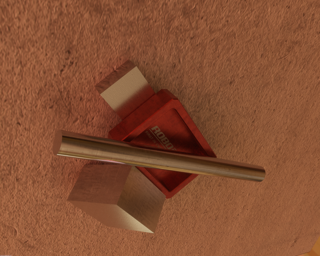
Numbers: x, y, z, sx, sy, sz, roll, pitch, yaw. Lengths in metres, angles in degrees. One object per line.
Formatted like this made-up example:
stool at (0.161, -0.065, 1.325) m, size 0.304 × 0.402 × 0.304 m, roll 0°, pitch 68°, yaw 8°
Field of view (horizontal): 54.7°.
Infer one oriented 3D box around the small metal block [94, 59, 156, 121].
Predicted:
small metal block at (-0.039, -0.043, 0.362) m, size 0.050 × 0.025 × 0.050 m, roll -39°, pitch 130°, yaw -2°

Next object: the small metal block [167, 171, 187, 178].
small metal block at (0.033, 0.053, 0.461) m, size 0.050 × 0.025 × 0.050 m, roll -44°, pitch 130°, yaw 2°

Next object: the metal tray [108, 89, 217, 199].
metal tray at (0.008, 0.025, 0.393) m, size 0.090 × 0.030 × 0.130 m, roll -40°, pitch 130°, yaw -2°

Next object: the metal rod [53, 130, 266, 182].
metal rod at (0.025, 0.041, 0.378) m, size 0.302 × 0.025 × 0.025 m, roll 13°, pitch 112°, yaw -34°

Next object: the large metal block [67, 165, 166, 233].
large metal block at (-0.052, 0.088, 0.389) m, size 0.080 × 0.080 × 0.050 m, roll 51°, pitch 47°, yaw -40°
